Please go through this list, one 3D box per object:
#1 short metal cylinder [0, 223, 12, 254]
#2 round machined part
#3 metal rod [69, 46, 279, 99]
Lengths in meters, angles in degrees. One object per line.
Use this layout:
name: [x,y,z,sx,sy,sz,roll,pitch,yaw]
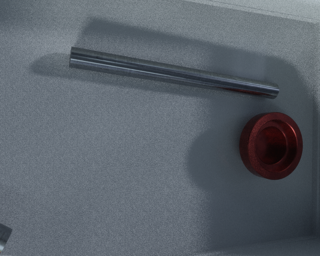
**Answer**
short metal cylinder: [-0.196,0.128,0.309,0.050,0.080,0.080,35,79,-17]
round machined part: [0.160,0.026,0.462,0.099,0.042,0.097,0,90,-21]
metal rod: [0.034,-0.071,0.423,0.302,0.025,0.025,6,88,-20]
